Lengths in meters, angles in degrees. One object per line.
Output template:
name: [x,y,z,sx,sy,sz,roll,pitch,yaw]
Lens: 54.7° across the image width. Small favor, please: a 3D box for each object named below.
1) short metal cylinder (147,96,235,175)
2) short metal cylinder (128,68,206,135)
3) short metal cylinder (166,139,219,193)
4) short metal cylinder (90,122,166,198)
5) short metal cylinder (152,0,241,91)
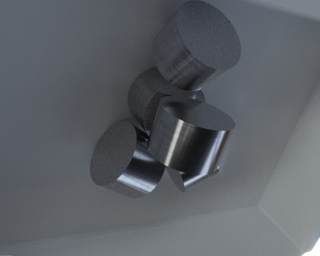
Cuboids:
short metal cylinder: [0.032,0.005,0.326,0.081,0.080,0.050,3,117,-30]
short metal cylinder: [0.008,-0.028,0.376,0.081,0.050,0.079,-14,124,-21]
short metal cylinder: [0.035,0.039,0.414,0.050,0.080,0.080,-25,128,-12]
short metal cylinder: [-0.039,0.039,0.373,0.050,0.080,0.080,33,100,-38]
short metal cylinder: [0.038,-0.086,0.330,0.081,0.080,0.050,4,159,-30]
